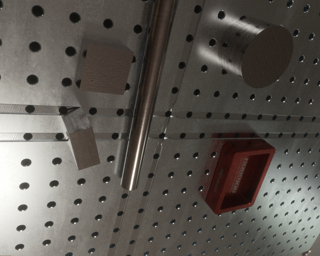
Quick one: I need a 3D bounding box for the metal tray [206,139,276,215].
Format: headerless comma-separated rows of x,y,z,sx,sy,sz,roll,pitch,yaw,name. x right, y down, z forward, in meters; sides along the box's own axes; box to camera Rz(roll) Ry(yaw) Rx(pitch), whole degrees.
0.139,0.085,0.539,0.091,0.030,0.129,-3,120,-27,metal tray

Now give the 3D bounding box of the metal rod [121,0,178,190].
-0.013,-0.050,0.373,0.025,0.025,0.298,-2,120,-28,metal rod

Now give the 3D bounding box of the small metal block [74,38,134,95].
-0.061,-0.066,0.338,0.050,0.025,0.050,3,117,-30,small metal block

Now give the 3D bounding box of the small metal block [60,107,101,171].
-0.091,0.011,0.353,0.025,0.050,0.050,-17,126,-19,small metal block

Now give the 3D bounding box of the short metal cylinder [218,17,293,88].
0.124,-0.098,0.404,0.081,0.050,0.079,-14,125,-21,short metal cylinder
